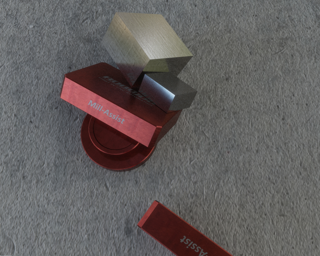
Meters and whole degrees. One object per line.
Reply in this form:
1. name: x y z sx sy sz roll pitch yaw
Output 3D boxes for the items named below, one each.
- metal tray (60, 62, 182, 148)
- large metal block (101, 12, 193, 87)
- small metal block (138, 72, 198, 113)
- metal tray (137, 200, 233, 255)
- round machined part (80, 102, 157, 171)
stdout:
1. metal tray: -0.044 -0.034 0.389 0.130 0.030 0.090 29 29 10
2. large metal block: -0.017 -0.106 0.414 0.081 0.050 0.080 -17 67 -43
3. small metal block: 0.010 -0.046 0.391 0.050 0.025 0.050 39 32 25
4. metal tray: 0.039 0.131 0.326 0.130 0.090 0.030 34 74 11
5. round machined part: -0.052 0.004 0.393 0.099 0.042 0.098 0 74 1
